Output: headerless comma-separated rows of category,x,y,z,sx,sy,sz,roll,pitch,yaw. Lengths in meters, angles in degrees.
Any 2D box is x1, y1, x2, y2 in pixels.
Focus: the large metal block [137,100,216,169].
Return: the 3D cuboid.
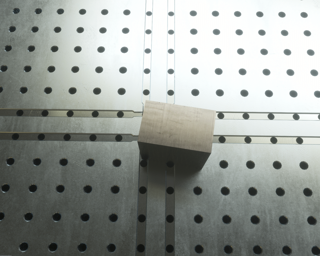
large metal block,0.019,0.011,0.379,0.080,0.080,0.050,9,70,3
